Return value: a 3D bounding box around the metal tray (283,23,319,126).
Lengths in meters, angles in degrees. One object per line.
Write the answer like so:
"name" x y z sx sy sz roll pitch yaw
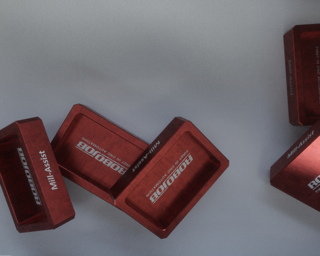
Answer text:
"metal tray" 0.218 -0.070 0.410 0.091 0.030 0.129 -4 90 0

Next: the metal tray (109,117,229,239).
"metal tray" 0.014 0.062 0.386 0.130 0.030 0.090 -48 114 -5

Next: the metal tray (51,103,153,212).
"metal tray" -0.074 0.038 0.408 0.130 0.030 0.090 31 90 0

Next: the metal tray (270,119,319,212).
"metal tray" 0.208 0.042 0.373 0.090 0.030 0.129 29 129 0

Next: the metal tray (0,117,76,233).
"metal tray" -0.162 0.060 0.383 0.090 0.030 0.129 -19 90 37
